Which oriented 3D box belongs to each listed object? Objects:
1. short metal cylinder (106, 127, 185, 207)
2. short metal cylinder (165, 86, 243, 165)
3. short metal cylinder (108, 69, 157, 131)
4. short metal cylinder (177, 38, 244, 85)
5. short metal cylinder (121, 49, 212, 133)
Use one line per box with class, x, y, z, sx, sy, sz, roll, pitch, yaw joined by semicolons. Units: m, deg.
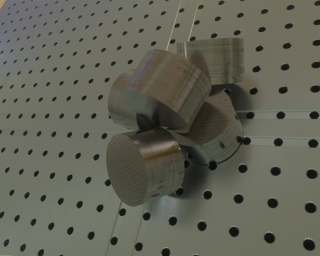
short metal cylinder;-0.018;0.042;0.349;0.080;0.050;0.079;15;110;49
short metal cylinder;0.052;-0.003;0.366;0.080;0.050;0.080;-14;55;21
short metal cylinder;-0.021;-0.033;0.404;0.050;0.080;0.080;20;73;36
short metal cylinder;0.062;-0.081;0.381;0.080;0.080;0.050;2;103;29
short metal cylinder;0.007;-0.037;0.326;0.080;0.080;0.050;19;72;35
